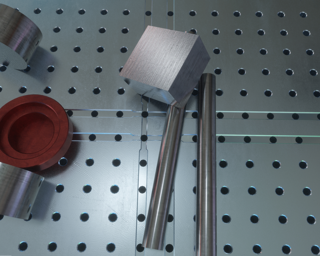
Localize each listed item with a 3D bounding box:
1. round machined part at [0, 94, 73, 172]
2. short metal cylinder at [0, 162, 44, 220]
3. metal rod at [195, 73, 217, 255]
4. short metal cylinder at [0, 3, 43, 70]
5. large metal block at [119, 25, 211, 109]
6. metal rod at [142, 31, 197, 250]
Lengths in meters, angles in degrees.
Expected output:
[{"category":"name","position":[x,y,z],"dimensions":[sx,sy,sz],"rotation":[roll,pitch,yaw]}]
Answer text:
[{"category":"round machined part","position":[-0.161,0.009,0.397],"dimensions":[0.099,0.042,0.098],"rotation":[0,68,-1]},{"category":"short metal cylinder","position":[-0.183,0.070,0.356],"dimensions":[0.080,0.080,0.050],"rotation":[14,71,5]},{"category":"metal rod","position":[0.058,0.069,0.386],"dimensions":[0.025,0.025,0.299],"rotation":[3,70,1]},{"category":"short metal cylinder","position":[-0.212,-0.124,0.426],"dimensions":[0.080,0.080,0.050],"rotation":[17,71,6]},{"category":"large metal block","position":[0.007,-0.081,0.408],"dimensions":[0.080,0.050,0.080],"rotation":[22,79,32]},{"category":"metal rod","position":[0.017,0.002,0.410],"dimensions":[0.025,0.025,0.299],"rotation":[10,70,3]}]
